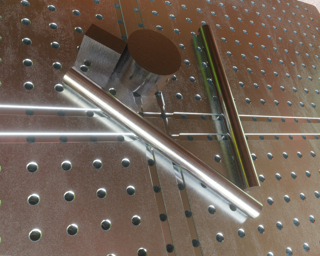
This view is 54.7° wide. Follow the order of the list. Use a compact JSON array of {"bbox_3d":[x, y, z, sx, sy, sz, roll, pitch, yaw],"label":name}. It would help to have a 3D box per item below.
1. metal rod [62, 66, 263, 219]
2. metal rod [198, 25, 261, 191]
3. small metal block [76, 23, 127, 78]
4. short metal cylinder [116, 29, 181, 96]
[{"bbox_3d":[0.007,0.021,0.399,0.301,0.025,0.025,36,51,-5],"label":"metal rod"},{"bbox_3d":[0.104,-0.047,0.495,0.025,0.025,0.299,5,60,-26],"label":"metal rod"},{"bbox_3d":[-0.078,-0.102,0.413,0.050,0.050,0.025,27,52,-12],"label":"small metal block"},{"bbox_3d":[-0.017,-0.093,0.441,0.081,0.050,0.080,14,56,-21],"label":"short metal cylinder"}]
